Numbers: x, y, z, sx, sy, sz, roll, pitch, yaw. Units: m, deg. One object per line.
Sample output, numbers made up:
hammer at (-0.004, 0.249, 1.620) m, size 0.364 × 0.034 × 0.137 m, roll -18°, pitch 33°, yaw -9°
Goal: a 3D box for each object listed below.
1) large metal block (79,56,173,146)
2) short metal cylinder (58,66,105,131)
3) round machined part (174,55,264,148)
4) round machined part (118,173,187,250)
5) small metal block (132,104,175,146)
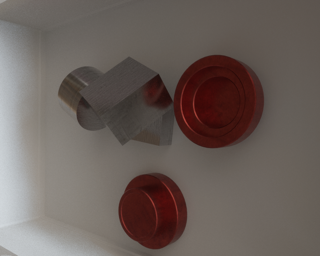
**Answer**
large metal block at (-0.042, -0.037, 0.385) m, size 0.080 × 0.050 × 0.080 m, roll -38°, pitch 39°, yaw -10°
short metal cylinder at (-0.098, -0.043, 0.450) m, size 0.050 × 0.081 × 0.079 m, roll 36°, pitch 112°, yaw 34°
round machined part at (0.066, -0.028, 0.340) m, size 0.098 × 0.042 × 0.097 m, roll 0°, pitch 90°, yaw 39°
round machined part at (-0.017, 0.110, 0.408) m, size 0.098 × 0.042 × 0.097 m, roll 0°, pitch 90°, yaw 39°
small metal block at (-0.009, -0.006, 0.413) m, size 0.050 × 0.025 × 0.050 m, roll 10°, pitch 97°, yaw 39°
